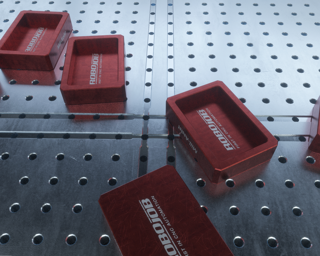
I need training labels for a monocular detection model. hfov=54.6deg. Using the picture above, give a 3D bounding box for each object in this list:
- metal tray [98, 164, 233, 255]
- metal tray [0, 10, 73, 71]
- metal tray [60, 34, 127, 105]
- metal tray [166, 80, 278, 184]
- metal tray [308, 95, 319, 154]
[{"bbox_3d":[0.004,0.108,0.314,0.091,0.030,0.130,-23,54,-18],"label":"metal tray"},{"bbox_3d":[-0.213,-0.153,0.532,0.090,0.030,0.130,4,50,3],"label":"metal tray"},{"bbox_3d":[-0.100,-0.095,0.483,0.091,0.030,0.130,-4,50,-3],"label":"metal tray"},{"bbox_3d":[0.075,-0.001,0.405,0.091,0.030,0.130,-21,53,-17],"label":"metal tray"},{"bbox_3d":[0.269,0.007,0.400,0.130,0.030,0.090,17,52,14],"label":"metal tray"}]
